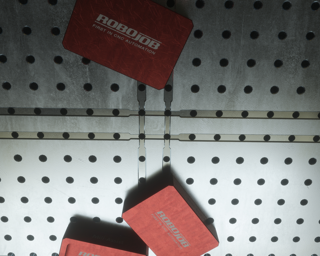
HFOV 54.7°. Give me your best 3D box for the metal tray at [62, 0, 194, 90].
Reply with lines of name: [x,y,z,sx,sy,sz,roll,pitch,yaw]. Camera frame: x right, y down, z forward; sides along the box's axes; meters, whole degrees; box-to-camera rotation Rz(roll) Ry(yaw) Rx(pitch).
metal tray: [-0.037,-0.112,0.369,0.131,0.030,0.089,23,108,-9]

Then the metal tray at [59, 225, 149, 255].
metal tray: [-0.092,0.210,0.486,0.131,0.030,0.089,15,109,-6]

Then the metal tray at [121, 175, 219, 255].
metal tray: [0.016,0.144,0.464,0.090,0.030,0.130,-34,107,11]
